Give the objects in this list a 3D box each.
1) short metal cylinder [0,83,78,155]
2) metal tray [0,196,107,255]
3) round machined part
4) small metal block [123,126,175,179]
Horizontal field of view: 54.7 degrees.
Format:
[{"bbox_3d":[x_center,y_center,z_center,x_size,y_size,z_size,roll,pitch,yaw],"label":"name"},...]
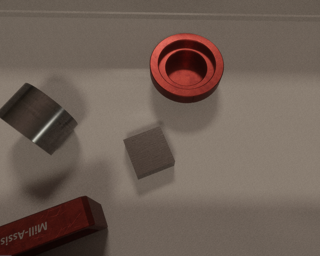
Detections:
[{"bbox_3d":[-0.150,-0.010,0.382,0.080,0.080,0.050,33,73,11],"label":"short metal cylinder"},{"bbox_3d":[-0.129,0.115,0.331,0.131,0.090,0.030,-19,72,-7],"label":"metal tray"},{"bbox_3d":[0.036,-0.078,0.430,0.099,0.042,0.098,0,70,-1],"label":"round machined part"},{"bbox_3d":[-0.014,0.032,0.398,0.050,0.025,0.050,-21,72,-8],"label":"small metal block"}]
